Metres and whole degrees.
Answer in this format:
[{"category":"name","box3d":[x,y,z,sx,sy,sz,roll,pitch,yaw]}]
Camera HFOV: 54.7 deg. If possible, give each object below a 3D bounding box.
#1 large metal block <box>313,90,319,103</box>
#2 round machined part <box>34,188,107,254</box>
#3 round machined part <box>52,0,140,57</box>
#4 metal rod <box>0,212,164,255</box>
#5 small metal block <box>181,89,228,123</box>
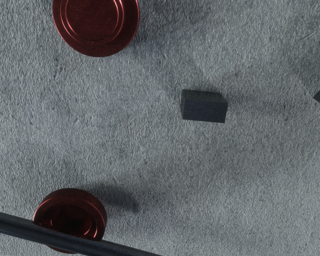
[{"category":"large metal block","box3d":[0.258,-0.041,0.384,0.080,0.050,0.080,33,107,-12]},{"category":"round machined part","box3d":[-0.125,0.128,0.447,0.099,0.042,0.097,0,110,0]},{"category":"round machined part","box3d":[-0.073,-0.130,0.352,0.099,0.042,0.097,0,110,0]},{"category":"metal rod","box3d":[-0.121,0.154,0.420,0.302,0.025,0.025,18,109,-7]},{"category":"small metal block","box3d":[0.053,-0.028,0.386,0.050,0.050,0.025,5,110,-2]}]
